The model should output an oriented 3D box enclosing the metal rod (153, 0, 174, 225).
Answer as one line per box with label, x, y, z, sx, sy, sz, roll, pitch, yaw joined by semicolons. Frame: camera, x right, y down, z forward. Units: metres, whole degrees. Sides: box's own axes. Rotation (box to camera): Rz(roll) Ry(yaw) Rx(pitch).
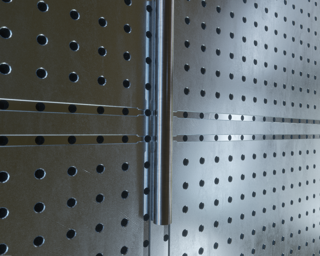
metal rod;0.005;-0.024;0.412;0.025;0.025;0.298;1;90;-40
